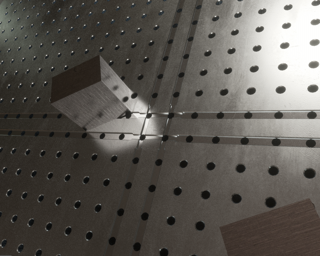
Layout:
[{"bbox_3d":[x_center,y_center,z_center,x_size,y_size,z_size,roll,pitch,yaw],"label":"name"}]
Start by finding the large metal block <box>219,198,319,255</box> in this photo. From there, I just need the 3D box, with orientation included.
[{"bbox_3d":[0.107,0.117,0.264,0.080,0.050,0.080,-23,53,14],"label":"large metal block"}]

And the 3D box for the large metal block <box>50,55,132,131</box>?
[{"bbox_3d":[-0.099,-0.048,0.452,0.080,0.080,0.050,-21,54,15],"label":"large metal block"}]
